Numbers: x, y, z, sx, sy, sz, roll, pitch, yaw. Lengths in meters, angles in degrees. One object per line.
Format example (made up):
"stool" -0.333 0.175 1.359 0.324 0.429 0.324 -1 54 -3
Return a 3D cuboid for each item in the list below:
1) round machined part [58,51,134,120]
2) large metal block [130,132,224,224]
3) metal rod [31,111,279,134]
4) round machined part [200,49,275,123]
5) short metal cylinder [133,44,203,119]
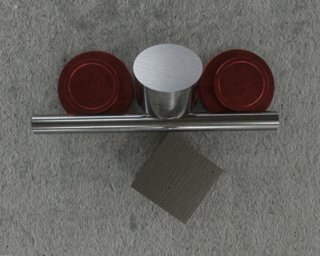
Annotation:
"round machined part" -0.084 -0.052 0.401 0.099 0.042 0.097 0 90 0
"large metal block" 0.021 0.060 0.397 0.080 0.050 0.080 35 90 0
"metal rod" -0.005 -0.007 0.390 0.302 0.025 0.025 -1 90 0
"round machined part" 0.101 -0.054 0.404 0.099 0.042 0.097 0 90 0
"short metal cylinder" 0.010 -0.057 0.380 0.080 0.050 0.080 0 55 0
